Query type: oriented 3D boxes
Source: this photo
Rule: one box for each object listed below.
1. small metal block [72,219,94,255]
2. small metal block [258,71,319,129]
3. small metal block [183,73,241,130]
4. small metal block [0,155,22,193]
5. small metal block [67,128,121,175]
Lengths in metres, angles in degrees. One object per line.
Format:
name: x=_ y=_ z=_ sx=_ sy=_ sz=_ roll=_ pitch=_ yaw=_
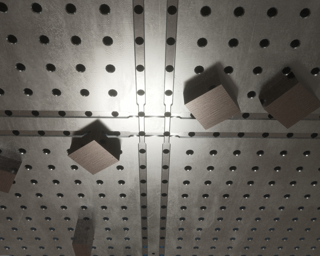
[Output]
small metal block: x=-0.139 y=0.201 z=0.565 sx=0.025 sy=0.050 sz=0.050 roll=1 pitch=130 yaw=-1
small metal block: x=0.162 y=-0.034 z=0.386 sx=0.050 sy=0.025 sz=0.050 roll=33 pitch=123 yaw=-25
small metal block: x=0.064 y=-0.032 z=0.386 sx=0.050 sy=0.025 sz=0.050 roll=-29 pitch=125 yaw=22
small metal block: x=-0.244 y=0.067 z=0.465 sx=0.050 sy=0.025 sz=0.050 roll=24 pitch=126 yaw=-19
small metal block: x=-0.092 y=0.034 z=0.440 sx=0.050 sy=0.025 sz=0.050 roll=-29 pitch=125 yaw=22
